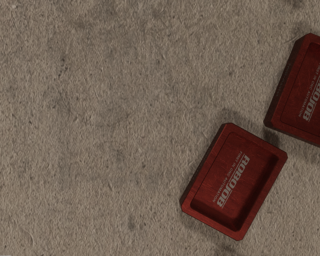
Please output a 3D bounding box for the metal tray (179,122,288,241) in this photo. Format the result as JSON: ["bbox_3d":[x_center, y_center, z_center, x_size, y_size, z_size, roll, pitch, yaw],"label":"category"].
[{"bbox_3d":[0.095,0.069,0.408,0.090,0.030,0.130,29,90,-1],"label":"metal tray"}]

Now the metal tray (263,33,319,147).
[{"bbox_3d":[0.205,-0.047,0.410,0.090,0.030,0.129,22,90,-1],"label":"metal tray"}]
